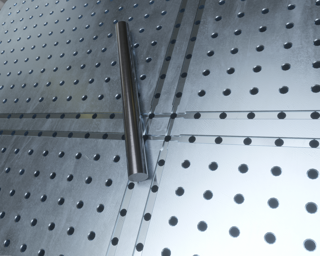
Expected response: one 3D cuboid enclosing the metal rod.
[{"bbox_3d":[-0.047,-0.060,0.470,0.025,0.025,0.300,-21,54,16],"label":"metal rod"}]
